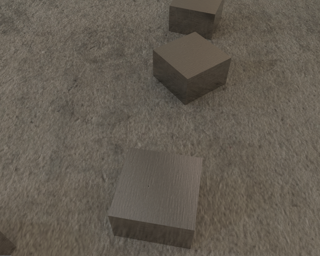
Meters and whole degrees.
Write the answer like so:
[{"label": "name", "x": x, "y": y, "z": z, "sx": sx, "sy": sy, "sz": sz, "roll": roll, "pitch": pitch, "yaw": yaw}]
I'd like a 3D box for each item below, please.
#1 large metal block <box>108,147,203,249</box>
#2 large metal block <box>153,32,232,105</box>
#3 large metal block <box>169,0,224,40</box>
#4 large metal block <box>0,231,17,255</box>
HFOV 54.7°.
[{"label": "large metal block", "x": -0.001, "y": 0.072, "z": 0.326, "sx": 0.080, "sy": 0.050, "sz": 0.080, "roll": 8, "pitch": 50, "yaw": 6}, {"label": "large metal block", "x": 0.046, "y": -0.091, "z": 0.464, "sx": 0.081, "sy": 0.050, "sz": 0.080, "roll": -29, "pitch": 56, "yaw": -22}, {"label": "large metal block", "x": 0.068, "y": -0.212, "z": 0.566, "sx": 0.080, "sy": 0.050, "sz": 0.080, "roll": 16, "pitch": 52, "yaw": 12}, {"label": "large metal block", "x": -0.200, "y": 0.121, "z": 0.283, "sx": 0.080, "sy": 0.050, "sz": 0.080, "roll": 19, "pitch": 52, "yaw": 15}]
